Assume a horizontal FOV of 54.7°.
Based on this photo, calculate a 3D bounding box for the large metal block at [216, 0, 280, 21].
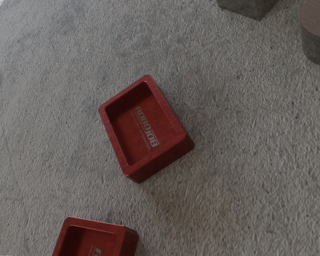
[{"bbox_3d":[0.134,-0.212,0.447,0.080,0.050,0.080,-47,51,-5],"label":"large metal block"}]

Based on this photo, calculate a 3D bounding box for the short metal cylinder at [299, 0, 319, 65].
[{"bbox_3d":[0.204,-0.116,0.352,0.080,0.050,0.080,-13,56,21],"label":"short metal cylinder"}]

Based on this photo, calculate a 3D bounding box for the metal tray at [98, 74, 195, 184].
[{"bbox_3d":[-0.023,-0.003,0.414,0.090,0.030,0.130,-34,51,6],"label":"metal tray"}]

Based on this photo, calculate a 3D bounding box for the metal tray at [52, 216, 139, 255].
[{"bbox_3d":[-0.083,0.170,0.339,0.090,0.030,0.130,0,62,28],"label":"metal tray"}]
